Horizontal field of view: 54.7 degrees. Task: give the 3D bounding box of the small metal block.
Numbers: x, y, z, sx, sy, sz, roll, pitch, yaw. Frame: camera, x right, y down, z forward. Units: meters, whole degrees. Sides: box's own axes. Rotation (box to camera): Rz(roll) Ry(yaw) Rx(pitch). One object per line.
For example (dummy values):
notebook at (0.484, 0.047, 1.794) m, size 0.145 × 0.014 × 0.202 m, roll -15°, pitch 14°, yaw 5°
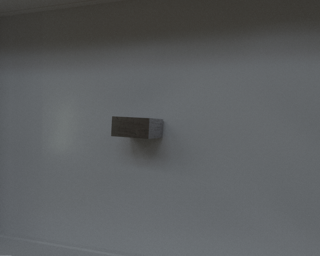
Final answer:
small metal block at (-0.028, -0.001, 0.403) m, size 0.050 × 0.050 × 0.025 m, roll 3°, pitch 91°, yaw 19°
